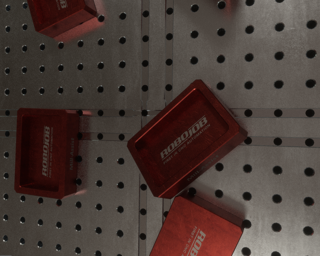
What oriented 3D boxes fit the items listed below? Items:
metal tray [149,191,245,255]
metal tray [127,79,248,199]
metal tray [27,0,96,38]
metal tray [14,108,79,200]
[{"bbox_3d":[0.040,0.158,0.395,0.090,0.030,0.129,25,98,18],"label":"metal tray"},{"bbox_3d":[0.029,0.015,0.383,0.130,0.030,0.090,-42,57,15],"label":"metal tray"},{"bbox_3d":[-0.157,-0.214,0.463,0.090,0.030,0.129,-19,84,18],"label":"metal tray"},{"bbox_3d":[-0.172,0.036,0.468,0.090,0.030,0.129,3,91,19],"label":"metal tray"}]
